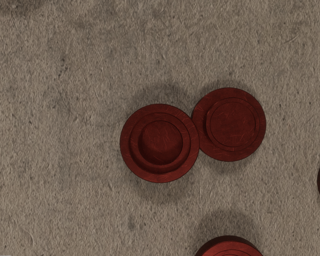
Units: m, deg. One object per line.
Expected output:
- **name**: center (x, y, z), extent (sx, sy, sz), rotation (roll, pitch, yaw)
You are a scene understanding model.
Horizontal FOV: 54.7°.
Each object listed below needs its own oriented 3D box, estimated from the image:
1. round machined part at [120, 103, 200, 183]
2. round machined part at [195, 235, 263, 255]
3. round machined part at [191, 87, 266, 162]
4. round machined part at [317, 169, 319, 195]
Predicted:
- **round machined part**: center (0.002, 0.018, 0.398), extent (0.099, 0.042, 0.097), rotation (0, 91, 7)
- **round machined part**: center (0.089, 0.188, 0.403), extent (0.099, 0.042, 0.097), rotation (0, 90, -1)
- **round machined part**: center (0.090, -0.004, 0.403), extent (0.099, 0.042, 0.097), rotation (0, 90, -1)
- **round machined part**: center (0.265, 0.074, 0.405), extent (0.099, 0.042, 0.097), rotation (0, 90, -1)
